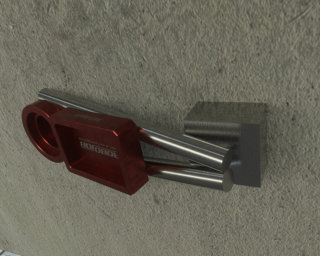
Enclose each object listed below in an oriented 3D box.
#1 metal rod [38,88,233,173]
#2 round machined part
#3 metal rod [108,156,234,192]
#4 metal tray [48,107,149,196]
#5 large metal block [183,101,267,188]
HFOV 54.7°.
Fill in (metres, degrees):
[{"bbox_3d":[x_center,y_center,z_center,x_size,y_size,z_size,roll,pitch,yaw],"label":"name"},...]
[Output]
[{"bbox_3d":[-0.053,-0.008,0.388,0.300,0.025,0.025,19,127,32],"label":"metal rod"},{"bbox_3d":[-0.161,0.001,0.473,0.098,0.042,0.097,21,129,28],"label":"round machined part"},{"bbox_3d":[-0.043,0.047,0.417,0.300,0.025,0.025,3,121,41],"label":"metal rod"},{"bbox_3d":[-0.080,0.026,0.395,0.130,0.030,0.089,11,124,37],"label":"metal tray"},{"bbox_3d":[0.078,0.017,0.358,0.080,0.050,0.079,4,120,26],"label":"large metal block"}]
